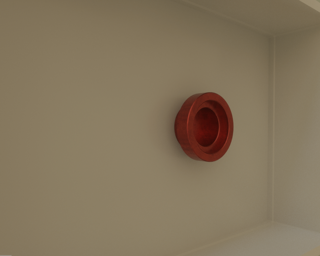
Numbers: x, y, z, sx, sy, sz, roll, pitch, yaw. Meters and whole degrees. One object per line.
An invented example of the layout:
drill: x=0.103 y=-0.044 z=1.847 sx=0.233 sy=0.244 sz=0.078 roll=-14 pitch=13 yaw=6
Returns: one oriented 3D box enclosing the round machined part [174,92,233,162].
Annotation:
round machined part: x=0.059 y=-0.002 z=0.448 sx=0.099 sy=0.042 sz=0.097 roll=0 pitch=90 yaw=-40
